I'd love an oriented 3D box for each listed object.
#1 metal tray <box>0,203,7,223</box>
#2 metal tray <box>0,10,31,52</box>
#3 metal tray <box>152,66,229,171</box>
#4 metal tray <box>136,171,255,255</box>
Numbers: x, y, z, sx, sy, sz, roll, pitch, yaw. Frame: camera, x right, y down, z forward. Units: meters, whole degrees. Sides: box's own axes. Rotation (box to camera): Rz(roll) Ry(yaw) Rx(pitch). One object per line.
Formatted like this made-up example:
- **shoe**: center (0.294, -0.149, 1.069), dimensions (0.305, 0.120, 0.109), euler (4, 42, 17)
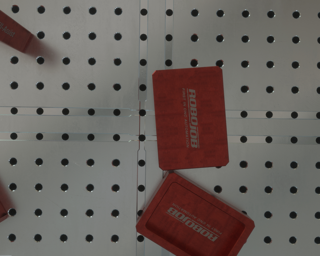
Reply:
- **metal tray**: center (-0.285, 0.114, 0.407), dimensions (0.130, 0.030, 0.090), euler (-29, 90, -1)
- **metal tray**: center (-0.221, -0.135, 0.358), dimensions (0.090, 0.130, 0.030), euler (26, 90, -1)
- **metal tray**: center (0.039, -0.013, 0.411), dimensions (0.091, 0.030, 0.129), euler (-4, 90, -1)
- **metal tray**: center (0.046, 0.126, 0.411), dimensions (0.130, 0.030, 0.090), euler (32, 90, -1)
